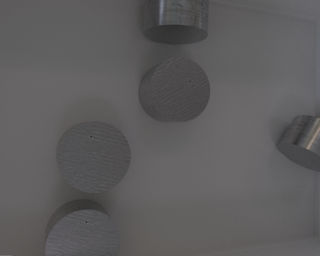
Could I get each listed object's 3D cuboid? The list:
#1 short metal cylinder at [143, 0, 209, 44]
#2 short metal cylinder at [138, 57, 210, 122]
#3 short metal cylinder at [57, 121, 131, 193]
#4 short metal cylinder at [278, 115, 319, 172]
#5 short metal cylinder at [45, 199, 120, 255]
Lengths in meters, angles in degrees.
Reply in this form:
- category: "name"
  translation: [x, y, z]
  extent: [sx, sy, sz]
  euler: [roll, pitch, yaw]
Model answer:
- category: "short metal cylinder"
  translation: [0.020, -0.141, 0.388]
  extent: [0.081, 0.080, 0.050]
  euler: [2, 90, -20]
- category: "short metal cylinder"
  translation: [0.017, -0.047, 0.403]
  extent: [0.081, 0.050, 0.080]
  euler: [0, 90, -20]
- category: "short metal cylinder"
  translation: [-0.080, 0.032, 0.368]
  extent: [0.081, 0.050, 0.080]
  euler: [0, 90, -20]
- category: "short metal cylinder"
  translation: [0.227, 0.024, 0.465]
  extent: [0.080, 0.080, 0.050]
  euler: [37, 78, -17]
- category: "short metal cylinder"
  translation: [-0.092, 0.129, 0.364]
  extent: [0.081, 0.050, 0.080]
  euler: [0, 90, -20]
